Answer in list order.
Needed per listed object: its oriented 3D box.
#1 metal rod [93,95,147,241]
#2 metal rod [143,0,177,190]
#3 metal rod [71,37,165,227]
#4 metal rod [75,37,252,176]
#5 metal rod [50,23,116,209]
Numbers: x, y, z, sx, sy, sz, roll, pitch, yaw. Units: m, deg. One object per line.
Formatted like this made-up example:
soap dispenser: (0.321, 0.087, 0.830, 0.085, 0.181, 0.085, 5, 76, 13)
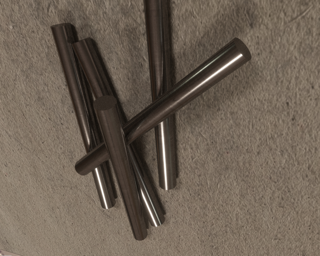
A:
metal rod: (-0.046, 0.079, 0.433, 0.025, 0.025, 0.298, 14, 138, 20)
metal rod: (0.002, -0.047, 0.375, 0.025, 0.025, 0.298, 10, 123, 23)
metal rod: (-0.052, 0.020, 0.444, 0.025, 0.025, 0.298, -7, 115, 31)
metal rod: (-0.020, -0.007, 0.378, 0.299, 0.025, 0.025, -35, 99, 38)
metal rod: (-0.107, 0.000, 0.460, 0.025, 0.025, 0.298, 6, 121, 25)
